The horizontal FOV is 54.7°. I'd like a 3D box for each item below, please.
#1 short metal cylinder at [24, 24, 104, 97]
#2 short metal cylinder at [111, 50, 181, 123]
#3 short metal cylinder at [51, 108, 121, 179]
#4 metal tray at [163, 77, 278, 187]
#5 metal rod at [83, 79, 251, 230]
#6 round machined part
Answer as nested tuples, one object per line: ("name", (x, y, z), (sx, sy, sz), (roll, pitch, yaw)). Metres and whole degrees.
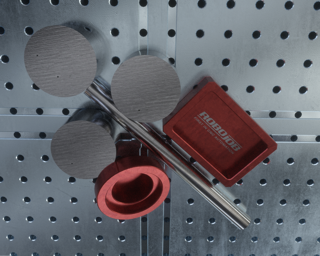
("short metal cylinder", (-0.111, -0.082, 0.369), (0.081, 0.050, 0.079), (0, 110, 0))
("short metal cylinder", (-0.016, -0.052, 0.380), (0.081, 0.050, 0.079), (0, 110, 0))
("short metal cylinder", (-0.094, 0.020, 0.406), (0.081, 0.050, 0.079), (0, 110, 0))
("metal tray", (0.078, 0.008, 0.413), (0.130, 0.030, 0.090), (42, 105, -14))
("metal rod", (0.019, 0.044, 0.430), (0.300, 0.025, 0.025), (42, 105, -14))
("round machined part", (-0.039, 0.075, 0.420), (0.099, 0.042, 0.097), (-11, 127, -15))
